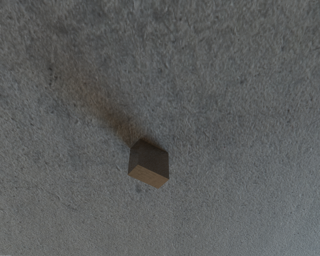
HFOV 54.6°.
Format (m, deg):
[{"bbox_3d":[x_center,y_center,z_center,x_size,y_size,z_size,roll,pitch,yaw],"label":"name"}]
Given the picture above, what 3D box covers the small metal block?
[{"bbox_3d":[-0.015,0.050,0.433,0.050,0.050,0.025,29,124,-22],"label":"small metal block"}]
